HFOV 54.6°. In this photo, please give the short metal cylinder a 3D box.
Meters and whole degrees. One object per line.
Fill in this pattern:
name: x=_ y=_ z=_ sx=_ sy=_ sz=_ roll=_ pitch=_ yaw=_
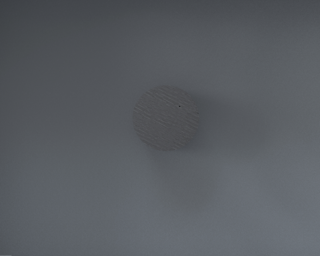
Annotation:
short metal cylinder: x=0.007 y=-0.012 z=0.399 sx=0.080 sy=0.050 sz=0.080 roll=0 pitch=90 yaw=0
